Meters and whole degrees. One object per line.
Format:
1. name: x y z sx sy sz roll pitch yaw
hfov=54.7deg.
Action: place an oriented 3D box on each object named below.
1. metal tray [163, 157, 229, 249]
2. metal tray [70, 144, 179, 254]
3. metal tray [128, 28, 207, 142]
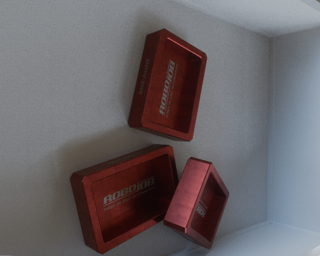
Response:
1. metal tray: 0.055 0.106 0.420 0.090 0.030 0.130 -65 149 -19
2. metal tray: -0.034 0.079 0.376 0.131 0.030 0.089 -17 101 -39
3. metal tray: 0.014 -0.054 0.416 0.091 0.030 0.129 19 78 -39
